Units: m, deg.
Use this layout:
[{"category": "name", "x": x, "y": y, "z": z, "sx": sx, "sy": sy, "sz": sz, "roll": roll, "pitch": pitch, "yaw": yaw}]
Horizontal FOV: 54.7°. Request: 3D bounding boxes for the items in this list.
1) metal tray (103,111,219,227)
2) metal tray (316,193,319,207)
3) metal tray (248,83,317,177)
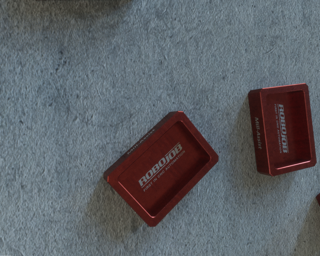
[{"category": "metal tray", "x": 0.004, "y": 0.051, "z": 0.407, "sx": 0.130, "sy": 0.030, "sz": 0.090, "roll": -43, "pitch": 104, "yaw": -15}, {"category": "metal tray", "x": 0.313, "y": 0.144, "z": 0.469, "sx": 0.030, "sy": 0.130, "sz": 0.090, "roll": -30, "pitch": 100, "yaw": -17}, {"category": "metal tray", "x": 0.188, "y": 0.001, "z": 0.475, "sx": 0.091, "sy": 0.030, "sz": 0.129, "roll": -9, "pitch": 93, "yaw": -20}]
